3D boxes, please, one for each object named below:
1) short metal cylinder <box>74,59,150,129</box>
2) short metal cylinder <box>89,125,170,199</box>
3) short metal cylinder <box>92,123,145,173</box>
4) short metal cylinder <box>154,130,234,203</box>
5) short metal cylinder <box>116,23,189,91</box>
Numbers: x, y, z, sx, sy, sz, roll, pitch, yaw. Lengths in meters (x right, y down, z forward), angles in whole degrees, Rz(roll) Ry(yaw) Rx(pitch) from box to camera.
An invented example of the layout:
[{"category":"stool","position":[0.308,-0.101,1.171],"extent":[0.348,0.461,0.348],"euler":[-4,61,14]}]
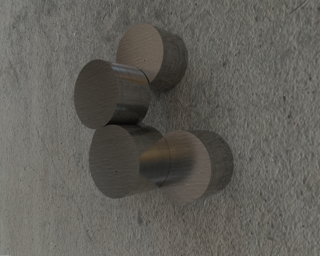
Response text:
[{"category":"short metal cylinder","position":[-0.058,-0.038,0.372],"extent":[0.080,0.050,0.080],"euler":[0,90,40]},{"category":"short metal cylinder","position":[-0.035,0.036,0.353],"extent":[0.080,0.050,0.080],"euler":[0,90,39]},{"category":"short metal cylinder","position":[-0.051,0.030,0.432],"extent":[0.080,0.050,0.080],"euler":[0,90,40]},{"category":"short metal cylinder","position":[0.037,0.042,0.359],"extent":[0.080,0.050,0.080],"euler":[0,90,40]},{"category":"short metal cylinder","position":[-0.011,-0.088,0.399],"extent":[0.080,0.050,0.080],"euler":[0,90,40]}]
